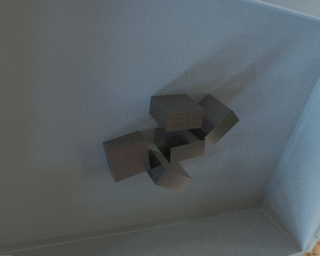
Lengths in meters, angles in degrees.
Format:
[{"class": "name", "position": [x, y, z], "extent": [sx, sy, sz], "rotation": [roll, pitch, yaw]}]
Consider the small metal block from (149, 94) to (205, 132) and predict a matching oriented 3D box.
[{"class": "small metal block", "position": [0.020, -0.020, 0.391], "extent": [0.050, 0.050, 0.025], "rotation": [-7, 122, -25]}]

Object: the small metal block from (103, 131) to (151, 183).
[{"class": "small metal block", "position": [-0.043, 0.037, 0.408], "extent": [0.050, 0.025, 0.050], "rotation": [-19, 126, -18]}]

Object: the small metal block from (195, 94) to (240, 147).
[{"class": "small metal block", "position": [0.070, -0.011, 0.422], "extent": [0.050, 0.050, 0.025], "rotation": [-45, 133, 2]}]

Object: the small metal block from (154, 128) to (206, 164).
[{"class": "small metal block", "position": [0.026, 0.019, 0.418], "extent": [0.050, 0.050, 0.025], "rotation": [-13, 124, -21]}]

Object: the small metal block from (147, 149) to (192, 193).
[{"class": "small metal block", "position": [0.009, 0.060, 0.434], "extent": [0.050, 0.050, 0.025], "rotation": [24, 105, -37]}]
